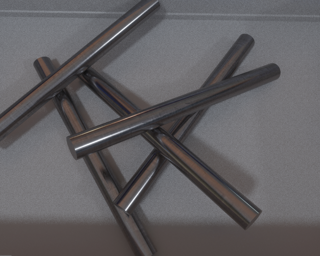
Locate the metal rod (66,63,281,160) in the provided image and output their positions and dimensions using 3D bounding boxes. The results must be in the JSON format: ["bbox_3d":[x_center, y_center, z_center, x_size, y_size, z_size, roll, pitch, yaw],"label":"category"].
[{"bbox_3d":[0.038,-0.030,0.372,0.302,0.025,0.025,-22,71,-28],"label":"metal rod"}]

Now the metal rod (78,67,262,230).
[{"bbox_3d":[-0.011,0.003,0.368,0.025,0.025,0.300,-42,60,-14],"label":"metal rod"}]

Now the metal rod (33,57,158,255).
[{"bbox_3d":[-0.091,0.028,0.398,0.025,0.025,0.299,-29,73,-10],"label":"metal rod"}]

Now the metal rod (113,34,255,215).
[{"bbox_3d":[0.043,-0.019,0.403,0.025,0.025,0.301,34,68,11],"label":"metal rod"}]

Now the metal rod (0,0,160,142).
[{"bbox_3d":[-0.115,-0.078,0.408,0.301,0.025,0.025,-43,76,-13],"label":"metal rod"}]
